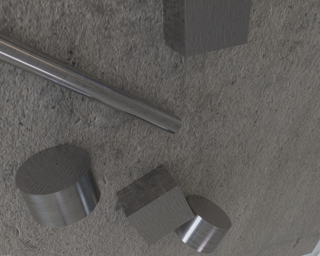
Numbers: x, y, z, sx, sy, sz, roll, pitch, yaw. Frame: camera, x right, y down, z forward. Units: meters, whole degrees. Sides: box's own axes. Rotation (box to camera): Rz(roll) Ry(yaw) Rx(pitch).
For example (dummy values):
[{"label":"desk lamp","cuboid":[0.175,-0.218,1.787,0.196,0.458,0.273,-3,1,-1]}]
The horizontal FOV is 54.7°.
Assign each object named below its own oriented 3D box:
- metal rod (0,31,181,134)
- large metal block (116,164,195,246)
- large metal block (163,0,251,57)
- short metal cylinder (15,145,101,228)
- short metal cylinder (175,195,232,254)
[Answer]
[{"label":"metal rod","cuboid":[-0.091,-0.051,0.325,0.302,0.025,0.025,23,106,-37]},{"label":"large metal block","cuboid":[-0.006,0.114,0.456,0.080,0.050,0.080,-31,128,-7]},{"label":"large metal block","cuboid":[0.050,-0.131,0.337,0.081,0.050,0.079,-17,125,-19]},{"label":"short metal cylinder","cuboid":[-0.112,0.063,0.349,0.081,0.080,0.050,-19,126,-18]},{"label":"short metal cylinder","cuboid":[0.068,0.155,0.505,0.080,0.080,0.050,19,108,-36]}]
